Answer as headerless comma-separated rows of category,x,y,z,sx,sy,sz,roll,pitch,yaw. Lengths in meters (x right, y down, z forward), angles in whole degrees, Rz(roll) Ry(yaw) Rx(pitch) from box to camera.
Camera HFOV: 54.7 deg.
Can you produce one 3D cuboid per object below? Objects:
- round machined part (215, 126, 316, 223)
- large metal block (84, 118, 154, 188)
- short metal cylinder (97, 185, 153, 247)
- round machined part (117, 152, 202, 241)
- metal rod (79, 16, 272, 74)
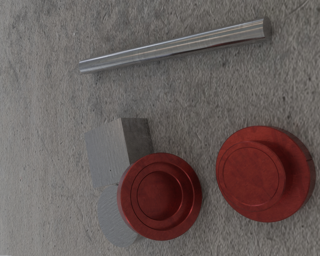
round machined part,0.099,0.046,0.312,0.098,0.042,0.097,0,90,40
large metal block,-0.056,0.035,0.435,0.080,0.050,0.080,-20,78,38
short metal cylinder,-0.039,0.114,0.421,0.080,0.050,0.080,0,90,40
round machined part,-0.003,0.080,0.369,0.042,0.099,0.098,148,113,-66
metal rod,-0.006,-0.100,0.410,0.300,0.025,0.025,0,90,40
